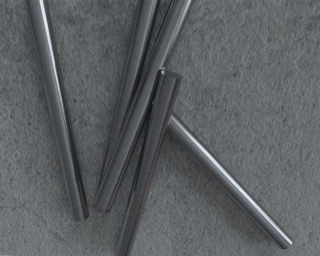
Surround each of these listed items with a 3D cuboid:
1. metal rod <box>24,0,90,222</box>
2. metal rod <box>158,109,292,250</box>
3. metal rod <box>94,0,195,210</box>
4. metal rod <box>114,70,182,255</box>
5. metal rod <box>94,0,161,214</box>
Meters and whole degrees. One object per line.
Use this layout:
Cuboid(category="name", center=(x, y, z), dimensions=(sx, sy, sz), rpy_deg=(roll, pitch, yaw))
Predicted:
Cuboid(category="metal rod", center=(-0.129, -0.009, 0.404), dimensions=(0.025, 0.025, 0.298), rpy_deg=(-5, 110, 1))
Cuboid(category="metal rod", center=(0.092, 0.073, 0.437), dimensions=(0.025, 0.025, 0.300), rpy_deg=(-41, 106, 13))
Cuboid(category="metal rod", center=(-0.020, -0.034, 0.378), dimensions=(0.025, 0.025, 0.298), rpy_deg=(21, 102, -8))
Cuboid(category="metal rod", center=(-0.023, 0.068, 0.417), dimensions=(0.025, 0.025, 0.298), rpy_deg=(13, 116, -5))
Cuboid(category="metal rod", center=(-0.047, -0.019, 0.402), dimensions=(0.025, 0.025, 0.298), rpy_deg=(13, 109, -5))
